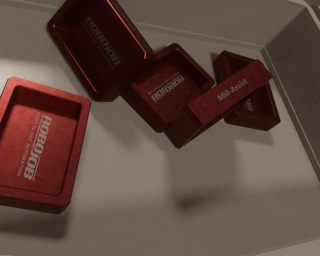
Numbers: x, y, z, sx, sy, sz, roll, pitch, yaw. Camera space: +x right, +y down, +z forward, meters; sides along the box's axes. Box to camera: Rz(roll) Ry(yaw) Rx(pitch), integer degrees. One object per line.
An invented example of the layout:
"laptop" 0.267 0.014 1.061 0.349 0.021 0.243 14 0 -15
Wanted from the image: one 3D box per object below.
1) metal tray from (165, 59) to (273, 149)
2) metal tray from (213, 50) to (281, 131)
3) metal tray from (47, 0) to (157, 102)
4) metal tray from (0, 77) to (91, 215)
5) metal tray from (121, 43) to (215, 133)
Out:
"metal tray" 0.075 -0.030 0.404 0.131 0.090 0.030 -33 80 -23
"metal tray" 0.144 -0.063 0.520 0.091 0.030 0.130 10 58 -24
"metal tray" -0.075 -0.108 0.388 0.130 0.090 0.030 55 23 11
"metal tray" -0.130 0.016 0.323 0.091 0.030 0.130 16 55 -19
"metal tray" 0.012 -0.062 0.448 0.090 0.030 0.131 46 51 3
